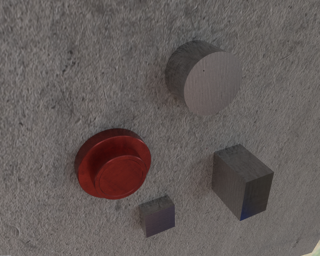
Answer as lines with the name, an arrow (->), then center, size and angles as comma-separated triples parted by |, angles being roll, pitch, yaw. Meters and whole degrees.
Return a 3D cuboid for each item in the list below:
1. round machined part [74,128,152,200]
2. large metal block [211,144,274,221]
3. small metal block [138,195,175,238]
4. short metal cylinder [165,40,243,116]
round machined part -> -0.056, 0.053, 0.398 | 0.099, 0.042, 0.097 | -14, 124, -21
large metal block -> 0.128, 0.085, 0.494 | 0.050, 0.080, 0.079 | -15, 125, -20
small metal block -> -0.004, 0.140, 0.491 | 0.050, 0.025, 0.050 | -15, 125, -20
short metal cylinder -> 0.053, -0.062, 0.381 | 0.081, 0.050, 0.079 | -14, 124, -21
